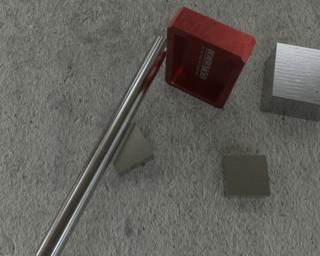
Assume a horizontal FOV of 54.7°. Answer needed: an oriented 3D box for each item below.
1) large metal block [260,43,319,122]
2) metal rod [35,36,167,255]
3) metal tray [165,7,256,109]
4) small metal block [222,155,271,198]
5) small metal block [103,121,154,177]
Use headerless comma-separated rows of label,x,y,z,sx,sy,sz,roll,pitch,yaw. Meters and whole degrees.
large metal block,0.187,-0.061,0.420,0.080,0.050,0.080,11,70,3
metal rod,-0.059,0.010,0.377,0.025,0.025,0.300,24,71,8
metal tray,0.054,-0.079,0.382,0.090,0.130,0.030,27,73,9
small metal block,0.106,0.061,0.387,0.050,0.025,0.050,1,70,0
small metal block,-0.042,0.027,0.398,0.050,0.025,0.050,-29,73,-10
